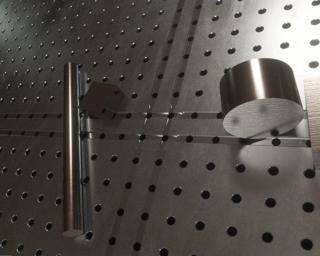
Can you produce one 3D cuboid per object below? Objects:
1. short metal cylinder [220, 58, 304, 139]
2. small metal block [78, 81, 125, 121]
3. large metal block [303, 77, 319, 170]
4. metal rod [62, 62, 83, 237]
[{"bbox_3d":[0.107,-0.029,0.334,0.080,0.080,0.050,-12,57,21],"label":"short metal cylinder"},{"bbox_3d":[-0.091,-0.042,0.480,0.050,0.025,0.050,13,68,33],"label":"small metal block"},{"bbox_3d":[0.188,-0.007,0.298,0.080,0.050,0.080,-6,59,24],"label":"large metal block"},{"bbox_3d":[-0.134,0.011,0.469,0.025,0.025,0.299,-23,53,14],"label":"metal rod"}]
